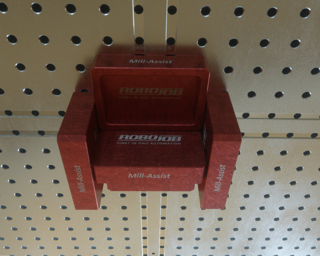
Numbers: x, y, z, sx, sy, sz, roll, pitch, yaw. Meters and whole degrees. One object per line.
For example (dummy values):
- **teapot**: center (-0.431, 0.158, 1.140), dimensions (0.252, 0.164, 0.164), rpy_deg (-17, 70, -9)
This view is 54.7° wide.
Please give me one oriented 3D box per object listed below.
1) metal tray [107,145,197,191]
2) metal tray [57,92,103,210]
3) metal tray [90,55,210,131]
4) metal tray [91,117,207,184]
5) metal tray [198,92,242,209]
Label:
- **metal tray**: center (-0.013, 0.053, 0.451), dimensions (0.131, 0.030, 0.089), rpy_deg (0, 130, -1)
- **metal tray**: center (-0.093, 0.031, 0.393), dimensions (0.030, 0.090, 0.129), rpy_deg (1, 130, -1)
- **metal tray**: center (-0.011, -0.040, 0.374), dimensions (0.131, 0.030, 0.089), rpy_deg (0, 130, -1)
- **metal tray**: center (-0.013, 0.026, 0.388), dimensions (0.131, 0.090, 0.030), rpy_deg (1, 130, -1)
- **metal tray**: center (0.069, 0.030, 0.395), dimensions (0.030, 0.090, 0.129), rpy_deg (1, 130, -1)
